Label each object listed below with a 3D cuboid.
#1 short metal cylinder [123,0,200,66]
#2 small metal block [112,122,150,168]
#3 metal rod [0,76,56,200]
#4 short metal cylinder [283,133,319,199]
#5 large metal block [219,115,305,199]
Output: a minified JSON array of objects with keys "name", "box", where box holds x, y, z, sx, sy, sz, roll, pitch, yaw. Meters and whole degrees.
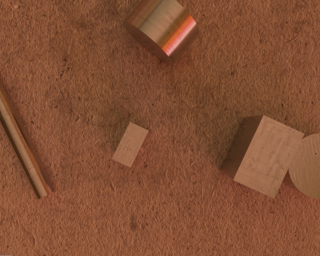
[{"name":"short metal cylinder","box":[0.002,-0.122,0.382,0.080,0.080,0.050,39,90,0]},{"name":"small metal block","box":[-0.036,0.020,0.397,0.025,0.050,0.050,26,90,0]},{"name":"metal rod","box":[-0.215,-0.046,0.408,0.025,0.025,0.299,-26,90,0]},{"name":"short metal cylinder","box":[0.195,0.046,0.399,0.081,0.050,0.079,0,90,0]},{"name":"large metal block","box":[0.121,0.032,0.383,0.050,0.080,0.080,25,90,0]}]
